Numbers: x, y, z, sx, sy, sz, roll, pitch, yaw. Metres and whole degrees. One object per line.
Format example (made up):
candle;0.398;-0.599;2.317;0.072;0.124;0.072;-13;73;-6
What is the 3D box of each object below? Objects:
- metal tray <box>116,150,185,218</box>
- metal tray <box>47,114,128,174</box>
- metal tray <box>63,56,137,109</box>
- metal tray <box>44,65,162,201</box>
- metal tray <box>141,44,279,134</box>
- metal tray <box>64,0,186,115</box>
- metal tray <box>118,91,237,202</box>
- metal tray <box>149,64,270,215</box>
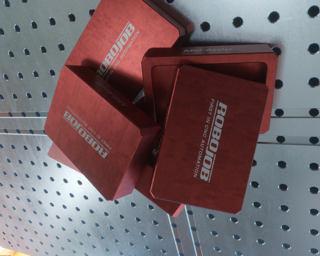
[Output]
metal tray;-0.010;0.063;0.396;0.090;0.130;0.030;36;87;3
metal tray;-0.105;0.026;0.451;0.090;0.030;0.129;31;142;-12
metal tray;-0.089;-0.037;0.432;0.090;0.030;0.129;33;129;6
metal tray;-0.068;0.002;0.331;0.130;0.030;0.089;39;118;27
metal tray;0.050;-0.039;0.329;0.131;0.030;0.089;-1;120;6
metal tray;-0.045;-0.085;0.355;0.090;0.030;0.129;39;115;-1
metal tray;0.025;0.013;0.365;0.130;0.090;0.030;38;130;3
metal tray;0.047;0.012;0.309;0.090;0.030;0.129;13;90;-4
